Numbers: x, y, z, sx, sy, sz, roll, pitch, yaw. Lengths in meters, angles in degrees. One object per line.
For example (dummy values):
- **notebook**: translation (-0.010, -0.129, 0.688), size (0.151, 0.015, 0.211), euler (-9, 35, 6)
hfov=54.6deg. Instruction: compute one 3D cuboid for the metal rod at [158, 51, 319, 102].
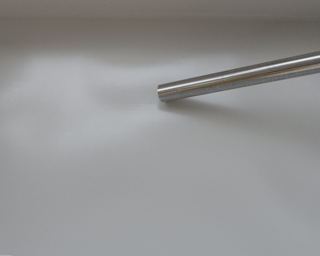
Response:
- **metal rod**: translation (0.140, -0.069, 0.374), size (0.300, 0.025, 0.025), euler (-9, 69, 22)
